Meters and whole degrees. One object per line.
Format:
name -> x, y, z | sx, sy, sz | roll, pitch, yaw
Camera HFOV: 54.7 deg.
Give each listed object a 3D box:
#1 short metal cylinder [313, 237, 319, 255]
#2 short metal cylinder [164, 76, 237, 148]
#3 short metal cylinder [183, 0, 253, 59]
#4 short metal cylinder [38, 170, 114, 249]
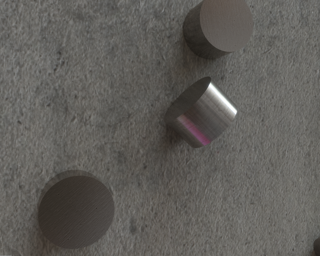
short metal cylinder -> 0.296, 0.200, 0.492 | 0.050, 0.080, 0.080 | -25, 99, -19
short metal cylinder -> 0.051, -0.020, 0.400 | 0.050, 0.080, 0.080 | 44, 76, -15
short metal cylinder -> 0.079, -0.139, 0.426 | 0.081, 0.050, 0.079 | 0, 90, -21
short metal cylinder -> -0.098, 0.092, 0.360 | 0.081, 0.050, 0.079 | 0, 90, -21
